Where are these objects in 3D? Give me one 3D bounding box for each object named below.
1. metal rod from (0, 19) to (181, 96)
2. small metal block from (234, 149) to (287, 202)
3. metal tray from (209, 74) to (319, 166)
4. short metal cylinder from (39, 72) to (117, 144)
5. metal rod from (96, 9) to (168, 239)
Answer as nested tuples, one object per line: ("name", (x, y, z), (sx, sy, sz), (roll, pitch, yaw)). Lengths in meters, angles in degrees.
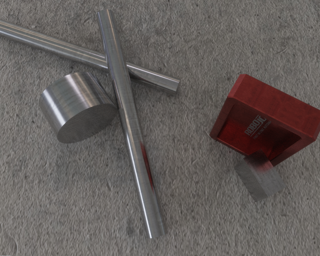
("metal rod", (-0.116, -0.106, 0.445), (0.301, 0.025, 0.025), (19, 71, 7))
("small metal block", (0.119, 0.058, 0.374), (0.025, 0.050, 0.050), (-27, 72, -9))
("metal tray", (0.112, -0.001, 0.353), (0.090, 0.130, 0.030), (29, 73, 10))
("short metal cylinder", (-0.101, -0.024, 0.387), (0.080, 0.080, 0.050), (-31, 73, -11))
("metal rod", (-0.039, -0.015, 0.395), (0.025, 0.025, 0.299), (-13, 77, -5))
